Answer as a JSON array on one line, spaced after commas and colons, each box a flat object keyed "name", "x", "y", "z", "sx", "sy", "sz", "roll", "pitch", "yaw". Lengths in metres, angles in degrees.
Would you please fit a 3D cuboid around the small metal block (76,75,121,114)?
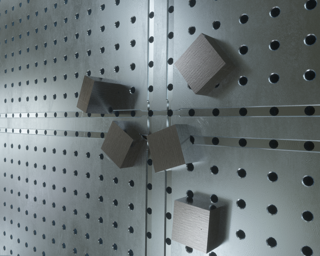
[{"name": "small metal block", "x": -0.093, "y": -0.049, "z": 0.471, "sx": 0.025, "sy": 0.050, "sz": 0.050, "roll": 30, "pitch": 109, "yaw": 36}]

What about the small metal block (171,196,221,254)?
[{"name": "small metal block", "x": 0.043, "y": 0.115, "z": 0.375, "sx": 0.050, "sy": 0.025, "sz": 0.050, "roll": 7, "pitch": 95, "yaw": 40}]

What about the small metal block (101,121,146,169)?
[{"name": "small metal block", "x": -0.055, "y": 0.023, "z": 0.456, "sx": 0.050, "sy": 0.025, "sz": 0.050, "roll": 40, "pitch": 114, "yaw": 33}]

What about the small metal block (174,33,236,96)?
[{"name": "small metal block", "x": 0.052, "y": -0.074, "z": 0.367, "sx": 0.050, "sy": 0.025, "sz": 0.050, "roll": -45, "pitch": 63, "yaw": 30}]

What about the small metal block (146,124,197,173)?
[{"name": "small metal block", "x": 0.014, "y": 0.027, "z": 0.399, "sx": 0.050, "sy": 0.025, "sz": 0.050, "roll": -23, "pitch": 76, "yaw": 38}]
